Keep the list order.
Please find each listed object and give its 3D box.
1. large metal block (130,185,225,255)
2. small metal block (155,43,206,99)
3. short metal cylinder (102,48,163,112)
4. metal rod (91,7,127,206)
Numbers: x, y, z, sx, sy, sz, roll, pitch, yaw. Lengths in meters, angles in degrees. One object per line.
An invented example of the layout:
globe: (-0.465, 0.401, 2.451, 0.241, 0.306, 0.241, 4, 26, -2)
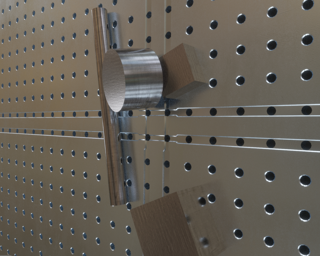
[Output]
large metal block: (0.019, 0.123, 0.376, 0.080, 0.050, 0.080, -30, 71, 35)
small metal block: (0.024, -0.070, 0.388, 0.050, 0.025, 0.050, -25, 75, 37)
short metal cylinder: (-0.038, -0.063, 0.404, 0.080, 0.050, 0.079, 26, 120, 57)
metal rod: (-0.078, -0.035, 0.470, 0.025, 0.025, 0.298, -11, 83, 39)
